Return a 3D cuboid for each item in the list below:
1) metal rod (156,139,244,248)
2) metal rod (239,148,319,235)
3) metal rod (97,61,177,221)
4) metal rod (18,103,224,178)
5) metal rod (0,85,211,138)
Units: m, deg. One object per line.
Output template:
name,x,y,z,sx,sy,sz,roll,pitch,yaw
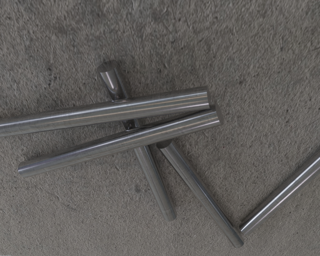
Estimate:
metal rod,0.078,0.118,0.508,0.025,0.025,0.300,-23,127,18
metal rod,0.214,0.079,0.476,0.025,0.025,0.298,18,128,-15
metal rod,-0.021,0.041,0.441,0.025,0.025,0.299,-12,130,9
metal rod,-0.067,0.023,0.398,0.300,0.025,0.025,-16,129,24
metal rod,-0.092,-0.014,0.367,0.301,0.025,0.025,-7,130,16
